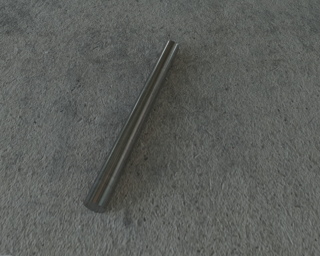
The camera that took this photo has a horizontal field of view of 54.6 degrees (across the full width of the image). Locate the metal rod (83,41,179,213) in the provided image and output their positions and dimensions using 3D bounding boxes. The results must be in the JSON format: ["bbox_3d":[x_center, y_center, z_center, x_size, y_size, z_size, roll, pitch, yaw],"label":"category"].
[{"bbox_3d":[-0.025,-0.025,0.424,0.025,0.025,0.300,14,51,11],"label":"metal rod"}]
